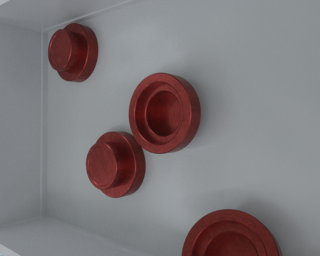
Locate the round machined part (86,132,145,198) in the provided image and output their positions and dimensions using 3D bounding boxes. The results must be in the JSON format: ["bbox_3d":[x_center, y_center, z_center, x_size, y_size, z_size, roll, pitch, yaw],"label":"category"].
[{"bbox_3d":[-0.071,0.054,0.455,0.098,0.042,0.097,0,90,40],"label":"round machined part"}]

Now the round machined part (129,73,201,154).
[{"bbox_3d":[0.010,-0.017,0.388,0.098,0.042,0.097,0,90,40],"label":"round machined part"}]

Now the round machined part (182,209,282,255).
[{"bbox_3d":[0.075,0.137,0.317,0.098,0.042,0.098,-14,57,24],"label":"round machined part"}]

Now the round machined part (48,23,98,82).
[{"bbox_3d":[-0.152,-0.128,0.521,0.098,0.042,0.097,0,90,40],"label":"round machined part"}]
